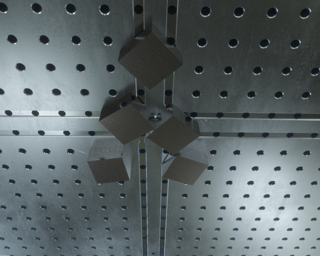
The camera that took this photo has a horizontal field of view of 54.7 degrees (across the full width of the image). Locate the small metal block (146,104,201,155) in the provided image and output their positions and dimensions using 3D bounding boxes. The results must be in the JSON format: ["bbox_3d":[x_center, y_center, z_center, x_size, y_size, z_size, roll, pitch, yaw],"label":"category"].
[{"bbox_3d":[0.017,0.003,0.415,0.050,0.025,0.050,35,121,-27],"label":"small metal block"}]

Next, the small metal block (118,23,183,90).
[{"bbox_3d":[-0.010,-0.078,0.345,0.050,0.025,0.050,-35,123,25],"label":"small metal block"}]

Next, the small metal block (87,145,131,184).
[{"bbox_3d":[-0.074,0.054,0.457,0.050,0.025,0.050,-7,130,5],"label":"small metal block"}]

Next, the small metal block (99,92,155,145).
[{"bbox_3d":[-0.042,-0.011,0.401,0.050,0.025,0.050,-27,125,21],"label":"small metal block"}]

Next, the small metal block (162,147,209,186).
[{"bbox_3d":[0.036,0.055,0.459,0.050,0.025,0.050,18,128,-15],"label":"small metal block"}]
